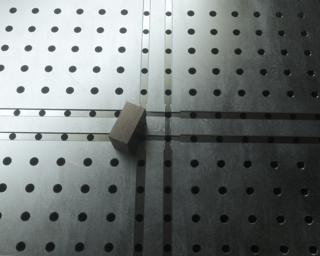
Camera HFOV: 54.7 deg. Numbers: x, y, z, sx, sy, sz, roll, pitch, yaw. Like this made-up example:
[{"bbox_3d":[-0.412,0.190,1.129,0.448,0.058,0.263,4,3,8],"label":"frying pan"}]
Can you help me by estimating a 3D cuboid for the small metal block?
[{"bbox_3d":[-0.040,0.001,0.398,0.025,0.050,0.050,23,72,8],"label":"small metal block"}]
